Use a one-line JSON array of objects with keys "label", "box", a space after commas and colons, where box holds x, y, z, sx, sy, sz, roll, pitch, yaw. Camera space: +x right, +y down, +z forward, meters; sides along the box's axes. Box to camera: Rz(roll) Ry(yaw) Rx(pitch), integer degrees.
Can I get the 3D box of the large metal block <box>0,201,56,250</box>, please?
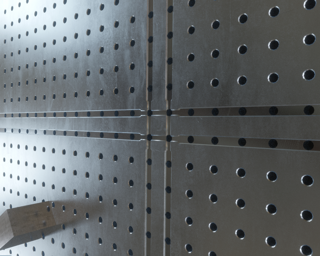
[{"label": "large metal block", "box": [-0.259, 0.185, 0.588, 0.080, 0.081, 0.050, -40, 66, 33]}]
